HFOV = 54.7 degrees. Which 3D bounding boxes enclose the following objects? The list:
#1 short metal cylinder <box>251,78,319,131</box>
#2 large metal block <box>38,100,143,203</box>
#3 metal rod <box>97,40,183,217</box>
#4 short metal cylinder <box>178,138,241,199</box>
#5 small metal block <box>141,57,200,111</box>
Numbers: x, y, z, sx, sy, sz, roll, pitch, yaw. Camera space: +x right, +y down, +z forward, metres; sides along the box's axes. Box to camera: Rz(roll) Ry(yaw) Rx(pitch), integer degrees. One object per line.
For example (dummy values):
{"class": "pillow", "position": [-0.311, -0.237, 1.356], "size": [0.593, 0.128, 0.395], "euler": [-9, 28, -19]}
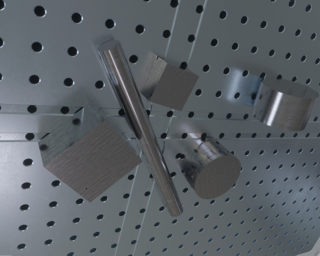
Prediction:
{"class": "short metal cylinder", "position": [0.180, -0.036, 0.452], "size": [0.081, 0.080, 0.050], "euler": [-4, 120, -27]}
{"class": "large metal block", "position": [-0.081, 0.029, 0.369], "size": [0.080, 0.050, 0.080], "euler": [-38, 130, -3]}
{"class": "metal rod", "position": [-0.014, 0.024, 0.418], "size": [0.025, 0.025, 0.299], "euler": [-28, 128, -11]}
{"class": "short metal cylinder", "position": [0.076, 0.062, 0.475], "size": [0.081, 0.050, 0.079], "euler": [-14, 124, -21]}
{"class": "small metal block", "position": [0.013, -0.054, 0.385], "size": [0.050, 0.025, 0.050], "euler": [15, 111, -34]}
